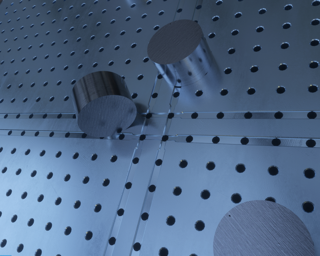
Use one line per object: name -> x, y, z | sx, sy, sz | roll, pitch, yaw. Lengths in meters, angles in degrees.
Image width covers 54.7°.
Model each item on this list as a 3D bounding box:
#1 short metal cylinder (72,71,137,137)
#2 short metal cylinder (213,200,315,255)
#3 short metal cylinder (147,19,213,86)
short metal cylinder -> -0.078, -0.032, 0.432 | 0.080, 0.080, 0.050 | -31, 52, 8
short metal cylinder -> 0.093, 0.110, 0.275 | 0.080, 0.050, 0.080 | -13, 56, 20
short metal cylinder -> 0.029, -0.107, 0.441 | 0.080, 0.050, 0.080 | -13, 56, 20
